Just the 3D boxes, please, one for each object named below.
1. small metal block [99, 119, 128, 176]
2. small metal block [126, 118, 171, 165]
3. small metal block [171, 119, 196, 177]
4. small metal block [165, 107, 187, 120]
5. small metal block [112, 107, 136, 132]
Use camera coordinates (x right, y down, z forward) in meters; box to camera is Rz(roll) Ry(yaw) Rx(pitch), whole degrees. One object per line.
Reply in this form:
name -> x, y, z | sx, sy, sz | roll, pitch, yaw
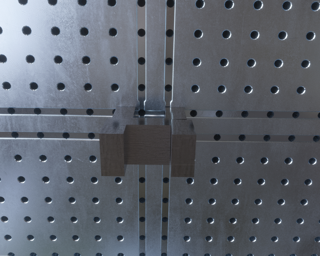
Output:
small metal block -> -0.051, 0.021, 0.353 | 0.025, 0.050, 0.050 | 1, 110, 0
small metal block -> -0.013, 0.016, 0.366 | 0.050, 0.025, 0.050 | 1, 110, -1
small metal block -> 0.025, 0.022, 0.354 | 0.025, 0.050, 0.050 | 1, 110, 0
small metal block -> 0.020, 0.004, 0.401 | 0.025, 0.050, 0.050 | -1, 110, 0
small metal block -> -0.046, 0.004, 0.400 | 0.025, 0.050, 0.050 | 1, 110, -1
